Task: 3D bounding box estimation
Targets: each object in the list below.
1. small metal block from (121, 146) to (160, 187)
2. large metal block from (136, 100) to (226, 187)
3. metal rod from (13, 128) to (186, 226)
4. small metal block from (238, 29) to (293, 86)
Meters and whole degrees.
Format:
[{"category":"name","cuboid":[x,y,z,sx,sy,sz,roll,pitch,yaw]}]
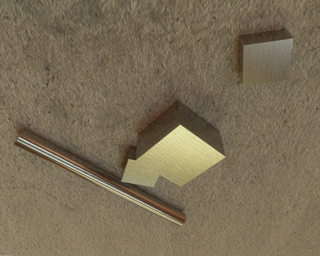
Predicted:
[{"category":"small metal block","cuboid":[-0.026,0.058,0.457,0.050,0.025,0.050,13,129,-11]},{"category":"large metal block","cuboid":[0.026,0.023,0.411,0.080,0.050,0.080,35,122,-26]},{"category":"metal rod","cuboid":[-0.076,0.086,0.479,0.301,0.025,0.025,33,122,-26]},{"category":"small metal block","cuboid":[0.115,-0.078,0.343,0.050,0.025,0.050,-7,130,5]}]
